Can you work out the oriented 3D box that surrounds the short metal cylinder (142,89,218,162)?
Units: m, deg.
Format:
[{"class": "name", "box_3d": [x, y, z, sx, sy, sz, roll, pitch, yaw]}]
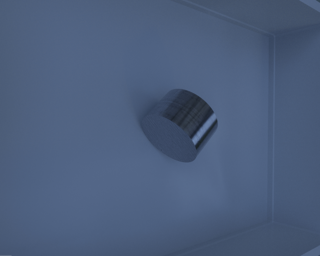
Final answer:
[{"class": "short metal cylinder", "box_3d": [0.025, -0.002, 0.390, 0.050, 0.080, 0.080, -49, 120, -29]}]
